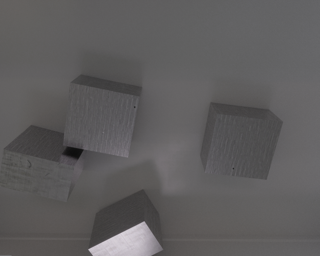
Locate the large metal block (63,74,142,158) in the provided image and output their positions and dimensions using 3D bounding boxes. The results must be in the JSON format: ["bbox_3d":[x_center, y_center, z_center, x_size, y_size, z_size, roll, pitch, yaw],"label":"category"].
[{"bbox_3d":[-0.071,-0.016,0.391,0.081,0.050,0.079,11,110,-4],"label":"large metal block"}]

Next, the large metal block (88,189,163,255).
[{"bbox_3d":[-0.046,0.142,0.430,0.080,0.080,0.050,-28,108,5],"label":"large metal block"}]

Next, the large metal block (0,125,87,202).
[{"bbox_3d":[-0.144,0.042,0.396,0.080,0.080,0.050,15,110,-6],"label":"large metal block"}]

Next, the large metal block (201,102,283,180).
[{"bbox_3d":[0.102,0.016,0.405,0.081,0.050,0.079,7,110,-3],"label":"large metal block"}]
